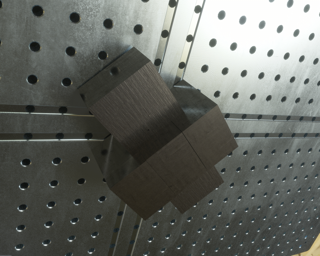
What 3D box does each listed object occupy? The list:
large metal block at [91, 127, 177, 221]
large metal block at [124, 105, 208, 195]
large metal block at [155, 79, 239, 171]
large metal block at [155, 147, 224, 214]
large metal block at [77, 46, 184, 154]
[{"bbox_3d":[-0.034,0.057,0.394,0.050,0.080,0.080,-38,130,-3],"label":"large metal block"},{"bbox_3d":[0.006,0.026,0.397,0.050,0.080,0.080,-38,130,-3],"label":"large metal block"},{"bbox_3d":[0.046,-0.005,0.400,0.050,0.080,0.080,-38,130,-3],"label":"large metal block"},{"bbox_3d":[0.037,0.068,0.460,0.080,0.050,0.080,-37,130,-3],"label":"large metal block"},{"bbox_3d":[-0.032,-0.031,0.356,0.080,0.050,0.080,-38,130,-2],"label":"large metal block"}]
